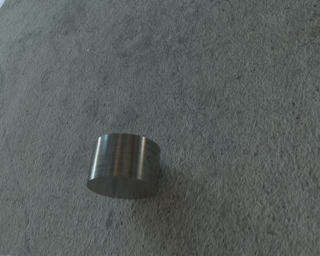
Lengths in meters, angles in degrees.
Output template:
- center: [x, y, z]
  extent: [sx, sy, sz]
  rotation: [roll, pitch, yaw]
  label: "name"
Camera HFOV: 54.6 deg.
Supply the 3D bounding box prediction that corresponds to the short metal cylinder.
- center: [-0.041, 0.047, 0.362]
  extent: [0.080, 0.080, 0.050]
  rotation: [-10, 57, 23]
  label: "short metal cylinder"
